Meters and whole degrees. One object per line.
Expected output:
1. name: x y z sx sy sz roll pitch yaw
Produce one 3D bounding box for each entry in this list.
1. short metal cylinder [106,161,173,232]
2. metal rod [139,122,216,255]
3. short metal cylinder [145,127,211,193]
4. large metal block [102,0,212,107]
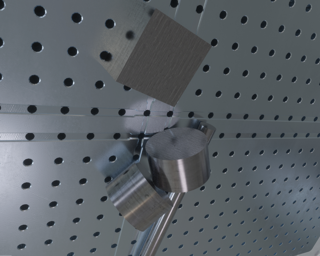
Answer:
1. short metal cylinder: -0.027 0.090 0.417 0.050 0.080 0.080 -41 130 -1
2. metal rod: 0.016 0.126 0.498 0.025 0.025 0.298 9 114 -33
3. short metal cylinder: 0.025 0.040 0.411 0.081 0.080 0.050 -19 119 -17
4. large metal block: -0.004 -0.080 0.343 0.080 0.050 0.080 21 107 -36
